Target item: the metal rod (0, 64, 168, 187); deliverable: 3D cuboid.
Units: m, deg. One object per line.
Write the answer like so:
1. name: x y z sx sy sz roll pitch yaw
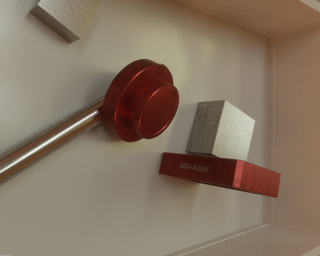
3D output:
1. metal rod: -0.096 0.001 0.327 0.302 0.025 0.025 -37 113 -34

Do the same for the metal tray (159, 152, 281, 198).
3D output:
1. metal tray: 0.074 0.060 0.403 0.091 0.130 0.030 20 77 -39

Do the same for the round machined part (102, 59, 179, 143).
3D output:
1. round machined part: -0.015 -0.026 0.357 0.099 0.042 0.097 -38 144 -33

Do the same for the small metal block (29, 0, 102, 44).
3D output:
1. small metal block: -0.098 -0.127 0.325 0.050 0.025 0.050 36 68 -34

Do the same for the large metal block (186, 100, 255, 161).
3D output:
1. large metal block: 0.094 0.011 0.472 0.080 0.050 0.080 27 73 -37
